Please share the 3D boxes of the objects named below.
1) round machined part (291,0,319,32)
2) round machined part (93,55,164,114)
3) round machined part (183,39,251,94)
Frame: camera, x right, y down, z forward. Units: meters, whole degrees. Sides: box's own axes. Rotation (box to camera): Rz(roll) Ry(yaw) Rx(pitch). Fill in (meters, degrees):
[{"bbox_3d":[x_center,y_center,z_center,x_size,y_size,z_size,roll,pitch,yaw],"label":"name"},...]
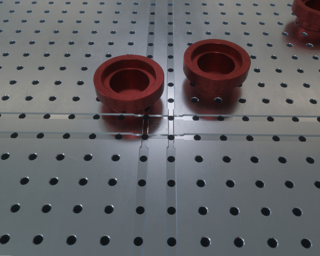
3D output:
[{"bbox_3d":[0.297,-0.218,0.581,0.099,0.042,0.098,0,50,0],"label":"round machined part"},{"bbox_3d":[-0.043,-0.059,0.446,0.099,0.042,0.098,0,50,0],"label":"round machined part"},{"bbox_3d":[0.084,-0.090,0.473,0.099,0.042,0.098,0,50,0],"label":"round machined part"}]
